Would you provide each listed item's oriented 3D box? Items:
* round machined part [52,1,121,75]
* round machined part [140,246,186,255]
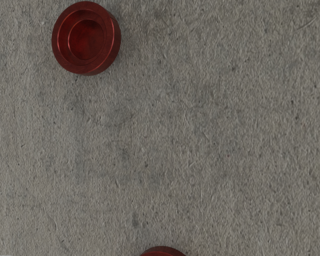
[{"bbox_3d":[-0.098,-0.122,0.435,0.098,0.042,0.097,0,90,20],"label":"round machined part"},{"bbox_3d":[0.001,0.209,0.400,0.098,0.042,0.097,0,90,20],"label":"round machined part"}]
